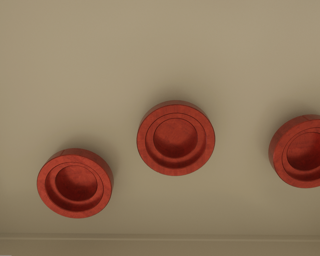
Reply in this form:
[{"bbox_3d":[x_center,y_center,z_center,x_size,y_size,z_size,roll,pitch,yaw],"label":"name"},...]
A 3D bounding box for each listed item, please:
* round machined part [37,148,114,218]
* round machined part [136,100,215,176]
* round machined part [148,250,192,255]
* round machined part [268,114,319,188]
[{"bbox_3d":[-0.113,0.072,0.428,0.099,0.042,0.097,0,110,0],"label":"round machined part"},{"bbox_3d":[0.020,0.010,0.406,0.099,0.042,0.097,0,110,0],"label":"round machined part"},{"bbox_3d":[0.016,0.239,0.484,0.099,0.042,0.097,0,121,1],"label":"round machined part"},{"bbox_3d":[0.194,0.028,0.414,0.099,0.042,0.097,0,110,0],"label":"round machined part"}]
